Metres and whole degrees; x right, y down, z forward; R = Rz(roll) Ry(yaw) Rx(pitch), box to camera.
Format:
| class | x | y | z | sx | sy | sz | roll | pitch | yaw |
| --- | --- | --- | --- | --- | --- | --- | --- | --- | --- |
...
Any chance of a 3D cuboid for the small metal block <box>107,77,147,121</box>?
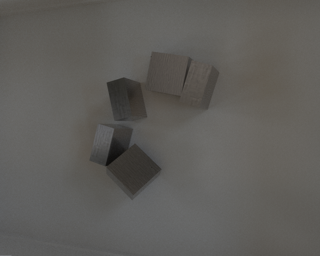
| class | x | y | z | sx | sy | sz | roll | pitch | yaw |
| --- | --- | --- | --- | --- | --- | --- | --- | --- | --- |
| small metal block | -0.043 | -0.036 | 0.411 | 0.025 | 0.050 | 0.050 | -14 | 86 | 19 |

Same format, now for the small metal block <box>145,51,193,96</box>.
| class | x | y | z | sx | sy | sz | roll | pitch | yaw |
| --- | --- | --- | --- | --- | --- | --- | --- | --- | --- |
| small metal block | 0.012 | -0.070 | 0.406 | 0.050 | 0.025 | 0.050 | 13 | 94 | 19 |

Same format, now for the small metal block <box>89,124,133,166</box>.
| class | x | y | z | sx | sy | sz | roll | pitch | yaw |
| --- | --- | --- | --- | --- | --- | --- | --- | --- | --- |
| small metal block | -0.065 | 0.022 | 0.418 | 0.025 | 0.050 | 0.050 | 16 | 95 | 22 |

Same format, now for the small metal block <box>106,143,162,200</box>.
| class | x | y | z | sx | sy | sz | roll | pitch | yaw |
| --- | --- | --- | --- | --- | --- | --- | --- | --- | --- |
| small metal block | -0.035 | 0.057 | 0.408 | 0.050 | 0.025 | 0.050 | 43 | 64 | 14 |

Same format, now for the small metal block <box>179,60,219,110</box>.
| class | x | y | z | sx | sy | sz | roll | pitch | yaw |
| --- | --- | --- | --- | --- | --- | --- | --- | --- | --- |
| small metal block | 0.049 | -0.051 | 0.379 | 0.025 | 0.050 | 0.050 | 19 | 96 | 19 |
